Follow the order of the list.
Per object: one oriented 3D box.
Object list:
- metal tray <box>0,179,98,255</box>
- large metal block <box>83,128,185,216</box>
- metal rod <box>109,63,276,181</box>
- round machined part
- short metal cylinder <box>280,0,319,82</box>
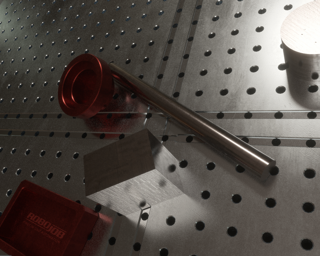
[{"bbox_3d":[-0.154,0.129,0.404,0.130,0.030,0.090,12,68,32],"label":"metal tray"},{"bbox_3d":[-0.028,0.054,0.354,0.080,0.080,0.050,-24,53,13],"label":"large metal block"},{"bbox_3d":[0.017,-0.025,0.413,0.025,0.025,0.300,-49,52,-6],"label":"metal rod"},{"bbox_3d":[-0.109,-0.061,0.478,0.098,0.042,0.098,-9,74,34],"label":"round machined part"},{"bbox_3d":[0.184,-0.100,0.357,0.080,0.050,0.080,-13,56,20],"label":"short metal cylinder"}]
